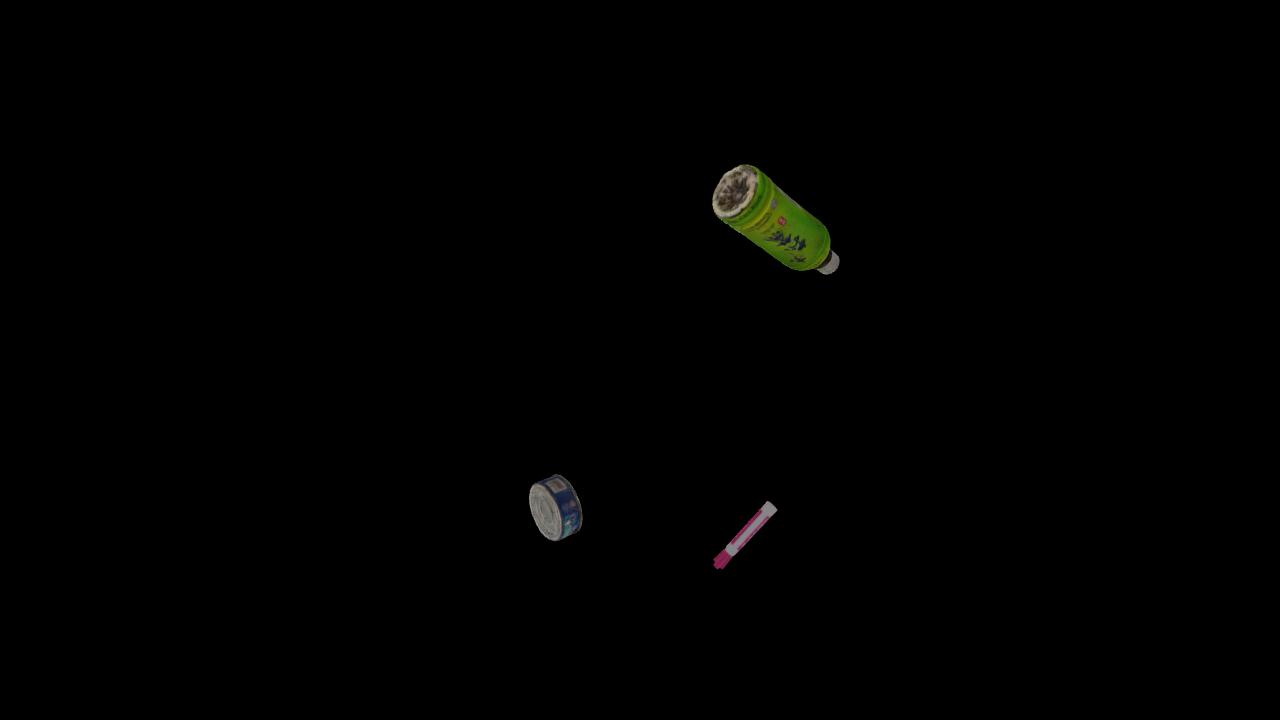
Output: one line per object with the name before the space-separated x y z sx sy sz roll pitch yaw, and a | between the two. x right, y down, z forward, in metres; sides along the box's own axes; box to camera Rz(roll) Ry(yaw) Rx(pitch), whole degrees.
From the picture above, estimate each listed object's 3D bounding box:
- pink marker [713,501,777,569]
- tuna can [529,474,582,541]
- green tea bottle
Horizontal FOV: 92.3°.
pink marker | 0.147 0.250 0.871 0.020 0.121 0.020 41 5 -4
tuna can | -0.115 0.200 0.831 0.034 0.084 0.084 -16 10 -39
green tea bottle | 0.179 -0.159 0.753 0.212 0.073 0.073 21 -13 -38
